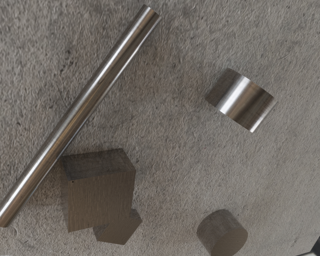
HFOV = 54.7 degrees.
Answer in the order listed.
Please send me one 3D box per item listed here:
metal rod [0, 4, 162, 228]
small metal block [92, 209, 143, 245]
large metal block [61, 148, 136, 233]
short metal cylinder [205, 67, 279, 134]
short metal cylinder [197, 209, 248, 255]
[{"bbox_3d":[-0.099,-0.006,0.349,0.025,0.025,0.299,31,101,-39],"label":"metal rod"},{"bbox_3d":[-0.063,0.145,0.463,0.050,0.025,0.050,27,103,-38],"label":"small metal block"},{"bbox_3d":[-0.081,0.077,0.395,0.081,0.050,0.079,-6,121,-26],"label":"large metal block"},{"bbox_3d":[0.107,-0.036,0.409,0.080,0.080,0.050,26,104,-38],"label":"short metal cylinder"},{"bbox_3d":[0.116,0.201,0.581,0.081,0.050,0.079,-14,125,-21],"label":"short metal cylinder"}]
